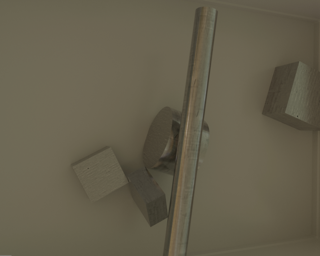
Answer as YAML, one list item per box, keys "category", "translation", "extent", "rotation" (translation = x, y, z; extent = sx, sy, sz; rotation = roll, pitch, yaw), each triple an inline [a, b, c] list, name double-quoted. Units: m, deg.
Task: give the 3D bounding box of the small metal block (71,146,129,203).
- category: "small metal block"
  translation: [-0.075, 0.056, 0.384]
  extent: [0.050, 0.025, 0.050]
  rotation: [-28, 100, -18]

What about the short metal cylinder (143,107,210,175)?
- category: "short metal cylinder"
  translation: [0.018, 0.019, 0.389]
  extent: [0.050, 0.080, 0.080]
  rotation: [20, 83, -19]

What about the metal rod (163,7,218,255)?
- category: "metal rod"
  translation: [0.032, 0.017, 0.338]
  extent: [0.025, 0.025, 0.298]
  rotation: [9, 87, -20]

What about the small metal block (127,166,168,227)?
- category: "small metal block"
  translation: [-0.015, 0.084, 0.382]
  extent: [0.025, 0.050, 0.050]
  rotation: [-25, 136, -18]

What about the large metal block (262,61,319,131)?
- category: "large metal block"
  translation: [0.216, -0.046, 0.479]
  extent: [0.081, 0.050, 0.080]
  rotation: [20, 83, -19]
